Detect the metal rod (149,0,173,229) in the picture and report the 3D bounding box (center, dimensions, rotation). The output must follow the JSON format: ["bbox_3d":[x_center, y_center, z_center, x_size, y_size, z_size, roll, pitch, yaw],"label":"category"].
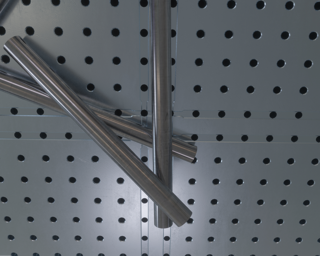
[{"bbox_3d":[0.002,-0.017,0.385,0.025,0.025,0.298,-1,102,0],"label":"metal rod"}]

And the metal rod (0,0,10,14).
[{"bbox_3d":[-0.172,-0.167,0.350,0.025,0.025,0.299,41,105,-14],"label":"metal rod"}]

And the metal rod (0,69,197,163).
[{"bbox_3d":[-0.093,-0.018,0.405,0.301,0.025,0.025,21,109,-8],"label":"metal rod"}]

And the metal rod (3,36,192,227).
[{"bbox_3d":[-0.074,0.005,0.378,0.025,0.025,0.300,-44,91,14],"label":"metal rod"}]
